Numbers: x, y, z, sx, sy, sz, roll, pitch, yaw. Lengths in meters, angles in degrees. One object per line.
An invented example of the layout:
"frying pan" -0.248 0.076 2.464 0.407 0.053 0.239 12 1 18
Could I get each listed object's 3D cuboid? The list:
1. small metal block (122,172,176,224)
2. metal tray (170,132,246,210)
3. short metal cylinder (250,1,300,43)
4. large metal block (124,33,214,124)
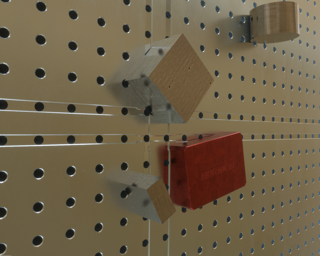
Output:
"small metal block" -0.014 0.085 0.381 0.025 0.050 0.050 -35 112 -34
"metal tray" 0.077 0.060 0.471 0.131 0.030 0.089 -12 98 -39
"short metal cylinder" 0.199 -0.181 0.539 0.081 0.080 0.050 -5 94 -40
"large metal block" 0.014 -0.062 0.405 0.080 0.050 0.080 49 61 -29
